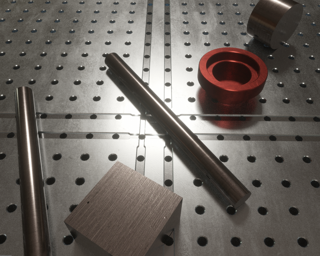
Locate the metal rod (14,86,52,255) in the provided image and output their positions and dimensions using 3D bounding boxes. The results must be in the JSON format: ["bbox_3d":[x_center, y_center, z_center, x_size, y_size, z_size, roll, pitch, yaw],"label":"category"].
[{"bbox_3d":[-0.148,0.058,0.356,0.025,0.025,0.299,-14,52,-12],"label":"metal rod"}]

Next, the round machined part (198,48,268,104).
[{"bbox_3d":[0.105,-0.073,0.460,0.099,0.042,0.098,0,50,0],"label":"round machined part"}]

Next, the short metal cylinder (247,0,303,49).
[{"bbox_3d":[0.195,-0.183,0.528,0.081,0.080,0.050,-32,58,-24],"label":"short metal cylinder"}]

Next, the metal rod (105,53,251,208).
[{"bbox_3d":[0.007,-0.015,0.420,0.025,0.025,0.300,-28,56,-21],"label":"metal rod"}]

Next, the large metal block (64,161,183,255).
[{"bbox_3d":[-0.033,0.093,0.313,0.080,0.050,0.080,26,55,20],"label":"large metal block"}]
